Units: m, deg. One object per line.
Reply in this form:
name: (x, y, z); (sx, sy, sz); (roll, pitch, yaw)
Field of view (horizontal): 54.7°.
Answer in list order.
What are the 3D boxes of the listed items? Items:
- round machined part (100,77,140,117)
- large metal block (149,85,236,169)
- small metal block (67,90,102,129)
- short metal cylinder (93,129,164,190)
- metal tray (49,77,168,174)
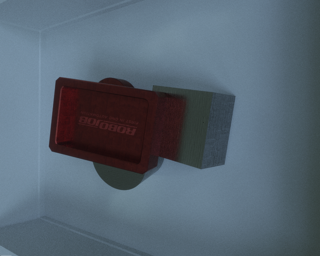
round machined part: (-0.078, -0.026, 0.455); (0.098, 0.042, 0.097); (0, 90, 39)
large metal block: (0.033, -0.004, 0.358); (0.080, 0.050, 0.079); (13, 98, 39)
small metal block: (-0.108, -0.025, 0.420); (0.025, 0.050, 0.050); (16, 100, 38)
short metal cylinder: (-0.041, 0.034, 0.405); (0.080, 0.050, 0.079); (7, 106, 26)
metal tray: (-0.063, -0.006, 0.359); (0.130, 0.030, 0.089); (11, 97, 19)
